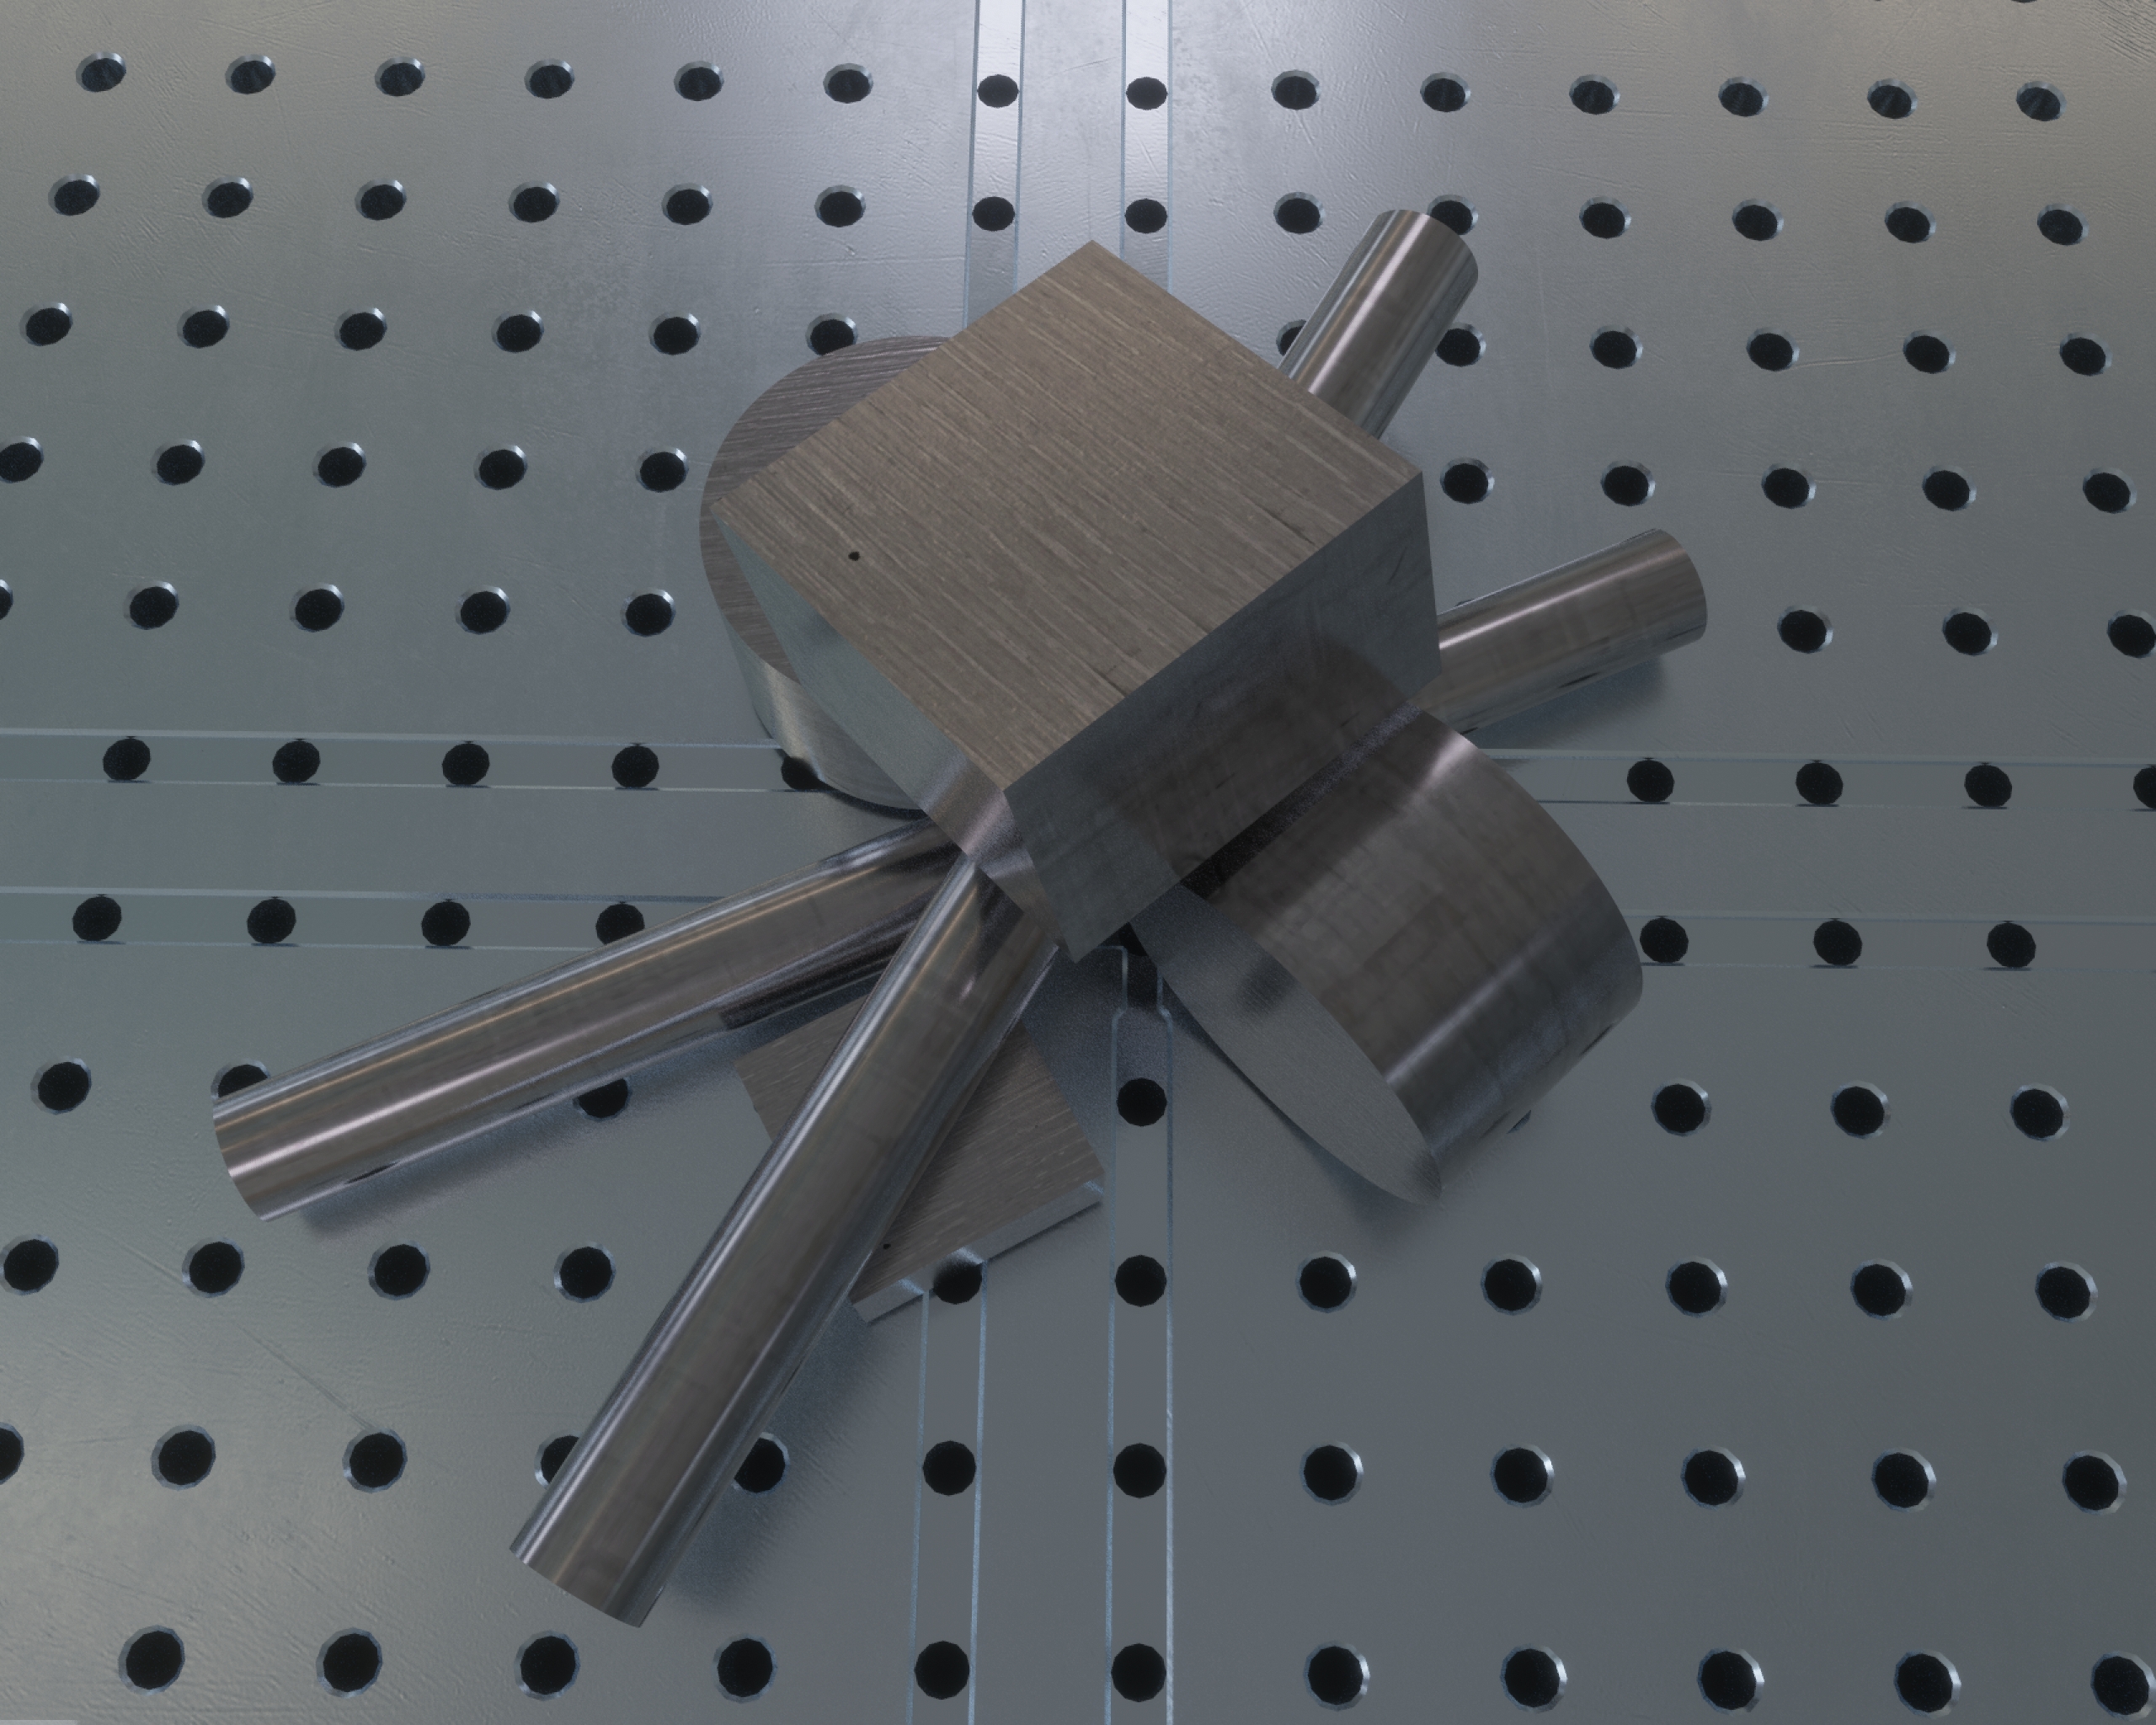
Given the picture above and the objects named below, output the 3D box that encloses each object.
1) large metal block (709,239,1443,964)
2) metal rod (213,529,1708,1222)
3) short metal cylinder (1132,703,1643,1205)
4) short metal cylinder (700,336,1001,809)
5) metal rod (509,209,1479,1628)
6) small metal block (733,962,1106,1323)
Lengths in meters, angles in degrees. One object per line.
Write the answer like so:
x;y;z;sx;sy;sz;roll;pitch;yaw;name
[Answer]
0.001;-0.045;0.344;0.080;0.050;0.080;-38;57;-12;large metal block
-0.016;-0.001;0.408;0.302;0.025;0.025;-22;72;-8;metal rod
0.053;0.015;0.374;0.050;0.080;0.080;-42;75;-13;short metal cylinder
-0.031;-0.057;0.415;0.081;0.050;0.080;0;70;0;short metal cylinder
-0.005;-0.004;0.383;0.025;0.025;0.300;29;72;10;metal rod
-0.029;0.050;0.389;0.050;0.025;0.050;-26;72;-10;small metal block
